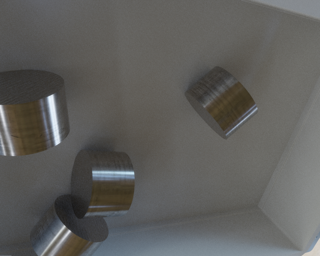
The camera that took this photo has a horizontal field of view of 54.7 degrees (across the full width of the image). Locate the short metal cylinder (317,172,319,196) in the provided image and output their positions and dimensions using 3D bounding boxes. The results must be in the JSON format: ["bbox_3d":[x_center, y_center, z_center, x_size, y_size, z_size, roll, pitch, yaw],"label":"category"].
[{"bbox_3d":[0.380,0.118,0.656,0.081,0.080,0.050,-21,127,-16],"label":"short metal cylinder"}]

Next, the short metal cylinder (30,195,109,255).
[{"bbox_3d":[-0.113,0.131,0.392,0.080,0.080,0.050,33,100,-38],"label":"short metal cylinder"}]

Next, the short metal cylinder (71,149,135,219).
[{"bbox_3d":[-0.072,0.067,0.375,0.050,0.080,0.079,6,115,-31],"label":"short metal cylinder"}]

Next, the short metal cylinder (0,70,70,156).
[{"bbox_3d":[-0.129,-0.017,0.292,0.081,0.080,0.050,-11,123,-22],"label":"short metal cylinder"}]

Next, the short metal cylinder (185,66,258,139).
[{"bbox_3d":[0.077,-0.032,0.395,0.050,0.080,0.080,-41,129,0],"label":"short metal cylinder"}]
